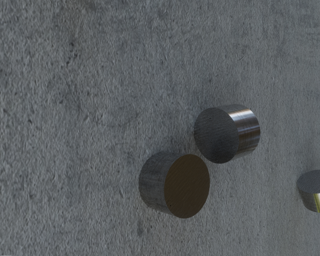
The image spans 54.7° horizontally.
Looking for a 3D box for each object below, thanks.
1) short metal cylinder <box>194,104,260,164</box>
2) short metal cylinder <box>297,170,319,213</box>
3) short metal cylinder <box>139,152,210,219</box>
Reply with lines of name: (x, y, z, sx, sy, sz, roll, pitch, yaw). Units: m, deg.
short metal cylinder: (0.096, 0.007, 0.449, 0.050, 0.080, 0.079, -11, 98, -40)
short metal cylinder: (0.338, 0.132, 0.652, 0.080, 0.080, 0.050, -38, 114, -33)
short metal cylinder: (0.019, 0.072, 0.405, 0.081, 0.050, 0.080, 0, 90, -40)
